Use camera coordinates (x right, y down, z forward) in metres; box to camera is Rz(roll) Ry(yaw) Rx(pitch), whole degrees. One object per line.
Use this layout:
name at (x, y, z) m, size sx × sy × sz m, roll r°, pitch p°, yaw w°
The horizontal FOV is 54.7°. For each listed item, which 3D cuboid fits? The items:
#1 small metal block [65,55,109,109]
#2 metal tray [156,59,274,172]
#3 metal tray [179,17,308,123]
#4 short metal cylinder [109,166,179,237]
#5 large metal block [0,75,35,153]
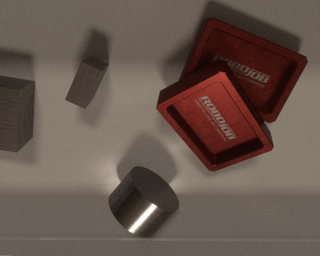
small metal block at (-0.087, -0.057, 0.376) m, size 0.025 × 0.050 × 0.050 m, roll 26°, pitch 108°, yaw -10°
metal tray at (0.069, -0.009, 0.379) m, size 0.090 × 0.030 × 0.130 m, roll -26°, pitch 121°, yaw 26°
metal tray at (0.100, -0.070, 0.384) m, size 0.131 × 0.030 × 0.089 m, roll 20°, pitch 109°, yaw -8°
short metal cylinder at (-0.021, 0.098, 0.418) m, size 0.080 × 0.080 × 0.050 m, roll 36°, pitch 106°, yaw -13°
large metal block at (-0.208, -0.022, 0.387) m, size 0.081 × 0.050 × 0.079 m, roll 9°, pitch 110°, yaw -4°
